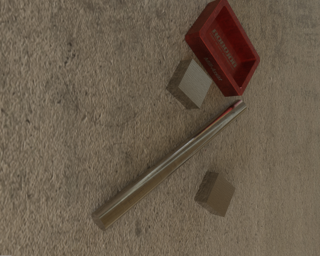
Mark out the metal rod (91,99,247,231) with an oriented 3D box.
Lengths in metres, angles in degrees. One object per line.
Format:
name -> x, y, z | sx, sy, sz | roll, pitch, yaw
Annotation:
metal rod -> 0.032, 0.035, 0.434 | 0.302, 0.025, 0.025 | -35, 112, -35

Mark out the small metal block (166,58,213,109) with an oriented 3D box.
small metal block -> 0.043, -0.062, 0.443 | 0.050, 0.025, 0.050 | 40, 65, -33

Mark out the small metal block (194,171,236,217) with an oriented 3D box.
small metal block -> 0.086, 0.102, 0.480 | 0.050, 0.025, 0.050 | 42, 64, -32

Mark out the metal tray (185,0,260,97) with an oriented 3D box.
metal tray -> 0.104, -0.124, 0.490 | 0.130, 0.030, 0.090 | 47, 62, -30
